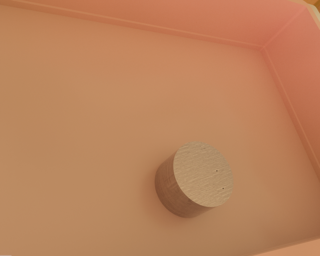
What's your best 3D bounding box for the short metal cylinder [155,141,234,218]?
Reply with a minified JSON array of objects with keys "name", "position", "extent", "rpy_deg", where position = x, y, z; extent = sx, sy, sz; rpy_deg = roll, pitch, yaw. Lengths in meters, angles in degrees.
[{"name":"short metal cylinder","position":[0.041,0.063,0.375],"extent":[0.081,0.050,0.080],"rpy_deg":[14,56,-21]}]
